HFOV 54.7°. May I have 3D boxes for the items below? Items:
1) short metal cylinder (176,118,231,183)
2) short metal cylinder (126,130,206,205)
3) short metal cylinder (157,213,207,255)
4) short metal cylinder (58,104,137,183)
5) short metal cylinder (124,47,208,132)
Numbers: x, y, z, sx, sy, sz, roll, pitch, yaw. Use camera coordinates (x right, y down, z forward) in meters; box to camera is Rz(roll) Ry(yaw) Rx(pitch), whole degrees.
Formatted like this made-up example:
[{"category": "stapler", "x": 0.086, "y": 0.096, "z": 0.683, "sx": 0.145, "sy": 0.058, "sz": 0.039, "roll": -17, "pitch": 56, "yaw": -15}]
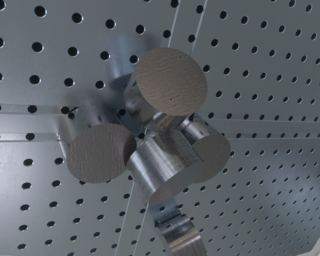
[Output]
[{"category": "short metal cylinder", "x": 0.053, "y": 0.032, "z": 0.443, "sx": 0.081, "sy": 0.050, "sz": 0.079, "roll": -14, "pitch": 124, "yaw": -21}, {"category": "short metal cylinder", "x": 0.007, "y": 0.047, "z": 0.369, "sx": 0.080, "sy": 0.050, "sz": 0.080, "roll": -30, "pitch": 154, "yaw": -16}, {"category": "short metal cylinder", "x": 0.035, "y": 0.189, "z": 0.512, "sx": 0.050, "sy": 0.080, "sz": 0.080, "roll": -24, "pitch": 127, "yaw": -14}, {"category": "short metal cylinder", "x": -0.074, "y": 0.018, "z": 0.366, "sx": 0.081, "sy": 0.050, "sz": 0.079, "roll": -14, "pitch": 124, "yaw": -21}, {"category": "short metal cylinder", "x": 0.005, "y": -0.041, "z": 0.344, "sx": 0.081, "sy": 0.080, "sz": 0.050, "roll": -9, "pitch": 164, "yaw": -24}]
